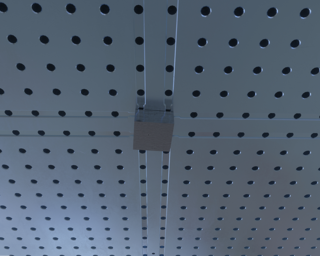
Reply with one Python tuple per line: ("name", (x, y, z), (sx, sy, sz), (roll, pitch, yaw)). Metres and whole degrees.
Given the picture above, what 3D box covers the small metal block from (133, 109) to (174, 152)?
("small metal block", (-0.009, 0.004, 0.414), (0.050, 0.025, 0.050), (4, 130, -4))
